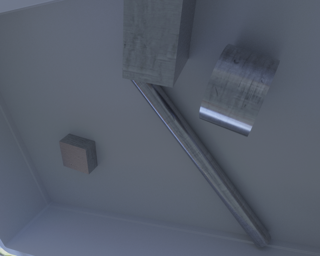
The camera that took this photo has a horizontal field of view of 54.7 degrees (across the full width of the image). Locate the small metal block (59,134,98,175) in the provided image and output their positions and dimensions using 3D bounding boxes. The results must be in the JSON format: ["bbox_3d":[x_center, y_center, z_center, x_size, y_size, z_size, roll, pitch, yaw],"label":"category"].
[{"bbox_3d":[-0.131,0.042,0.501,0.050,0.025,0.050,14,124,19],"label":"small metal block"}]

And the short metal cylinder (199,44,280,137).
[{"bbox_3d":[0.078,-0.037,0.308,0.050,0.080,0.079,23,127,14],"label":"short metal cylinder"}]

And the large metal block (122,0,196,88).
[{"bbox_3d":[0.001,-0.097,0.307,0.050,0.080,0.079,12,124,10],"label":"large metal block"}]

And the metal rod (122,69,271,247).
[{"bbox_3d":[0.053,0.038,0.403,0.025,0.025,0.299,-30,103,37],"label":"metal rod"}]
